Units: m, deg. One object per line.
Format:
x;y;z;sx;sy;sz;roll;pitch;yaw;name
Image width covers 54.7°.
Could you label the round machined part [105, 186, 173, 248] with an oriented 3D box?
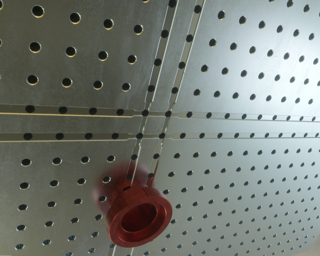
-0.034;0.127;0.462;0.099;0.042;0.097;-14;125;-21;round machined part
